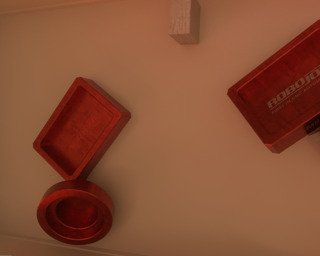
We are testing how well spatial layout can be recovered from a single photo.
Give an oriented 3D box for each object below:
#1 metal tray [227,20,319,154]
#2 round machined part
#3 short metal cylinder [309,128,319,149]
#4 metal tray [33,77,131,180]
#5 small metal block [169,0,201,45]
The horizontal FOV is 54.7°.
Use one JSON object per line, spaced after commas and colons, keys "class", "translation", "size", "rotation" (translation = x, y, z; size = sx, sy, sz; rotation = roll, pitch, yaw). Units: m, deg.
{"class": "metal tray", "translation": [0.150, -0.045, 0.335], "size": [0.130, 0.030, 0.090], "rotation": [-38, 51, 15]}
{"class": "round machined part", "translation": [-0.112, 0.110, 0.424], "size": [0.099, 0.042, 0.097], "rotation": [0, 117, 0]}
{"class": "short metal cylinder", "translation": [0.201, 0.004, 0.311], "size": [0.080, 0.080, 0.050], "rotation": [-39, 78, 15]}
{"class": "metal tray", "translation": [-0.114, 0.004, 0.446], "size": [0.090, 0.030, 0.130], "rotation": [40, 102, 15]}
{"class": "small metal block", "translation": [0.032, -0.135, 0.385], "size": [0.025, 0.050, 0.050], "rotation": [3, 91, 20]}
